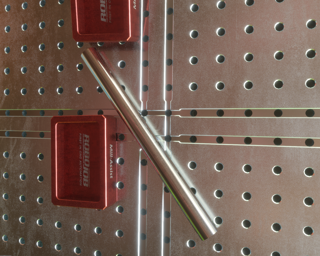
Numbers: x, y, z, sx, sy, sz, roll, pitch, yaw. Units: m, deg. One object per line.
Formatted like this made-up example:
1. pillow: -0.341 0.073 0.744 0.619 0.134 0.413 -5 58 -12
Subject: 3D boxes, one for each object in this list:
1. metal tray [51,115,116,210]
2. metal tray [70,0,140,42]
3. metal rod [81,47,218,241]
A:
1. metal tray: -0.111 0.047 0.447 0.090 0.030 0.129 -1 90 19
2. metal tray: -0.076 -0.184 0.420 0.090 0.030 0.129 5 104 20
3. metal rod: -0.020 0.013 0.418 0.025 0.025 0.299 -37 78 16
